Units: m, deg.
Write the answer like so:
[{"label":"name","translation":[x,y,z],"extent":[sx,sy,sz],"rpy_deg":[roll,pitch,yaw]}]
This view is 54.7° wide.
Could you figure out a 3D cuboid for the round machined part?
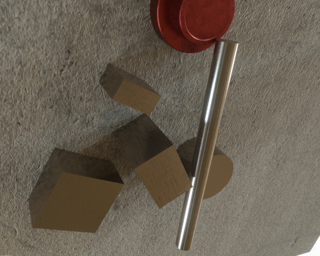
[{"label":"round machined part","translation":[0.042,-0.130,0.340],"extent":[0.099,0.042,0.097],"rpy_deg":[-14,125,-21]}]

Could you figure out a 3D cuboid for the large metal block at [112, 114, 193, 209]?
[{"label":"large metal block","translation":[-0.010,0.040,0.392],"extent":[0.050,0.080,0.080],"rpy_deg":[-32,129,-8]}]

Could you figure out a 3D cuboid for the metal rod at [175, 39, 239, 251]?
[{"label":"metal rod","translation":[0.055,0.039,0.399],"extent":[0.025,0.025,0.298],"rpy_deg":[-5,118,-26]}]

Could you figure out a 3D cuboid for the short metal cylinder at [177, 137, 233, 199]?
[{"label":"short metal cylinder","translation":[0.062,0.060,0.464],"extent":[0.081,0.050,0.079],"rpy_deg":[-14,124,-21]}]

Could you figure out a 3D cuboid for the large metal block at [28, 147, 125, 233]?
[{"label":"large metal block","translation":[-0.104,0.079,0.384],"extent":[0.080,0.050,0.080],"rpy_deg":[20,108,-36]}]

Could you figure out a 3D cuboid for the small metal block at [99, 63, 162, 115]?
[{"label":"small metal block","translation":[-0.034,-0.044,0.346],"extent":[0.050,0.050,0.025],"rpy_deg":[22,106,-37]}]
